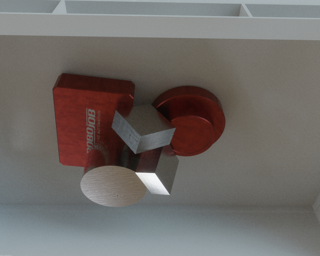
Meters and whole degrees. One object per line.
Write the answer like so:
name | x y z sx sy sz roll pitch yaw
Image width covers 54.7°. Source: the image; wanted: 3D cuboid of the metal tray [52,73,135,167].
metal tray | -0.083 -0.003 0.397 0.091 0.030 0.129 6 130 -6

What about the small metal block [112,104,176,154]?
small metal block | -0.019 -0.001 0.356 0.050 0.050 0.025 -13 135 -39

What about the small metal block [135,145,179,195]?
small metal block | -0.002 0.047 0.379 0.025 0.050 0.050 -2 140 26

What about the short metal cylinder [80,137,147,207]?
short metal cylinder | -0.057 0.057 0.399 0.081 0.050 0.079 0 130 0

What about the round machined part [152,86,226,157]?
round machined part | 0.034 -0.002 0.395 0.099 0.042 0.097 -1 130 0
